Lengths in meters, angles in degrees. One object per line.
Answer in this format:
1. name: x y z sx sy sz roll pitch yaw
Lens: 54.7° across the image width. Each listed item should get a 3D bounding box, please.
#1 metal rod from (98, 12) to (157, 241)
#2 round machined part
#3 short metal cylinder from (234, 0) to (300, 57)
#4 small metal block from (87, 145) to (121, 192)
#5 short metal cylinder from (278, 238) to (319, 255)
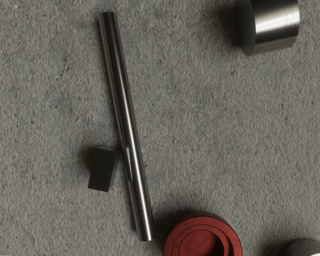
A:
1. metal rod: -0.043 -0.002 0.409 0.025 0.025 0.298 -10 90 0
2. round machined part: 0.053 0.157 0.402 0.099 0.042 0.097 0 90 0
3. short metal cylinder: 0.128 -0.133 0.383 0.050 0.080 0.080 -12 90 0
4. small metal block: -0.070 0.050 0.397 0.025 0.050 0.050 12 90 0
5. short metal cylinder: 0.199 0.191 0.399 0.081 0.050 0.079 0 90 0
